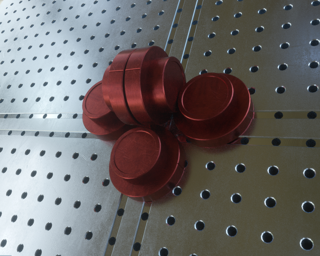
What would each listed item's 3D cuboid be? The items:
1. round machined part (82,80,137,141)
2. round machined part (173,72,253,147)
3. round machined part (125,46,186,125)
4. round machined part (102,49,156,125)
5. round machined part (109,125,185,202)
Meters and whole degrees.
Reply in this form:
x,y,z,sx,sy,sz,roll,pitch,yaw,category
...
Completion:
x,y,z,sx,sy,sz,roll,pitch,yaw,category
-0.074,-0.034,0.455,0.098,0.042,0.098,-13,56,20,round machined part
0.061,-0.029,0.381,0.098,0.042,0.098,-13,56,20,round machined part
0.001,-0.053,0.385,0.042,0.098,0.098,-1,62,28,round machined part
-0.038,-0.053,0.404,0.042,0.098,0.098,1,62,29,round machined part
-0.022,0.038,0.384,0.098,0.042,0.098,-13,56,20,round machined part
